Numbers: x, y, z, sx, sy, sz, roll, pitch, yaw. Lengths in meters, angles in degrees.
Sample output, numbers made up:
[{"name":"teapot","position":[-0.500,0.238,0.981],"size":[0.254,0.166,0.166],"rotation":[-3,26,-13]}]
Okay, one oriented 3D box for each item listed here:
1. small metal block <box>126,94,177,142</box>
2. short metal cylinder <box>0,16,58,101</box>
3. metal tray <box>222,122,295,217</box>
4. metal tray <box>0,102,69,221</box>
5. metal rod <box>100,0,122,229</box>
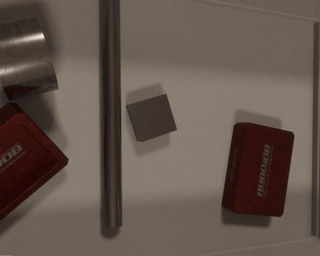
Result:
[{"name":"small metal block","position":[-0.011,-0.013,0.407],"size":[0.050,0.025,0.050],"rotation":[-19,97,-19]},{"name":"short metal cylinder","position":[-0.146,-0.073,0.328],"size":[0.050,0.080,0.080],"rotation":[-19,97,-19]},{"name":"metal tray","position":[0.148,0.062,0.465],"size":[0.091,0.030,0.129],"rotation":[11,86,-20]},{"name":"metal tray","position":[-0.173,0.047,0.320],"size":[0.130,0.030,0.090],"rotation":[-42,137,-15]},{"name":"metal rod","position":[-0.061,-0.027,0.388],"size":[0.025,0.025,0.298],"rotation":[-1,90,-20]}]
